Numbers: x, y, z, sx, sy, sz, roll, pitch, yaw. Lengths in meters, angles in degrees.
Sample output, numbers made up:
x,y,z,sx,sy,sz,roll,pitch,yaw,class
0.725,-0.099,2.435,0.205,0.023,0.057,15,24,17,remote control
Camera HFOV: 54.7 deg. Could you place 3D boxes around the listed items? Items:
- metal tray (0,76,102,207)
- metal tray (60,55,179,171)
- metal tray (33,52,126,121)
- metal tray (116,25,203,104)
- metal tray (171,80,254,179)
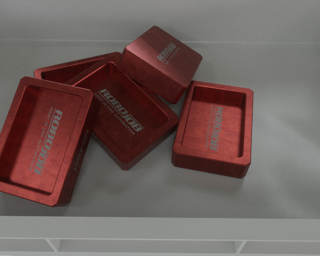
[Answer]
x,y,z,sx,sy,sz,roll,pitch,yaw,class
-0.130,0.014,0.349,0.090,0.030,0.129,13,79,10,metal tray
-0.052,-0.023,0.390,0.090,0.030,0.130,-40,75,-21,metal tray
-0.107,-0.061,0.449,0.131,0.030,0.090,-16,52,-14,metal tray
0.005,-0.093,0.434,0.090,0.030,0.130,33,34,-3,metal tray
0.071,-0.004,0.403,0.090,0.030,0.130,10,51,7,metal tray
